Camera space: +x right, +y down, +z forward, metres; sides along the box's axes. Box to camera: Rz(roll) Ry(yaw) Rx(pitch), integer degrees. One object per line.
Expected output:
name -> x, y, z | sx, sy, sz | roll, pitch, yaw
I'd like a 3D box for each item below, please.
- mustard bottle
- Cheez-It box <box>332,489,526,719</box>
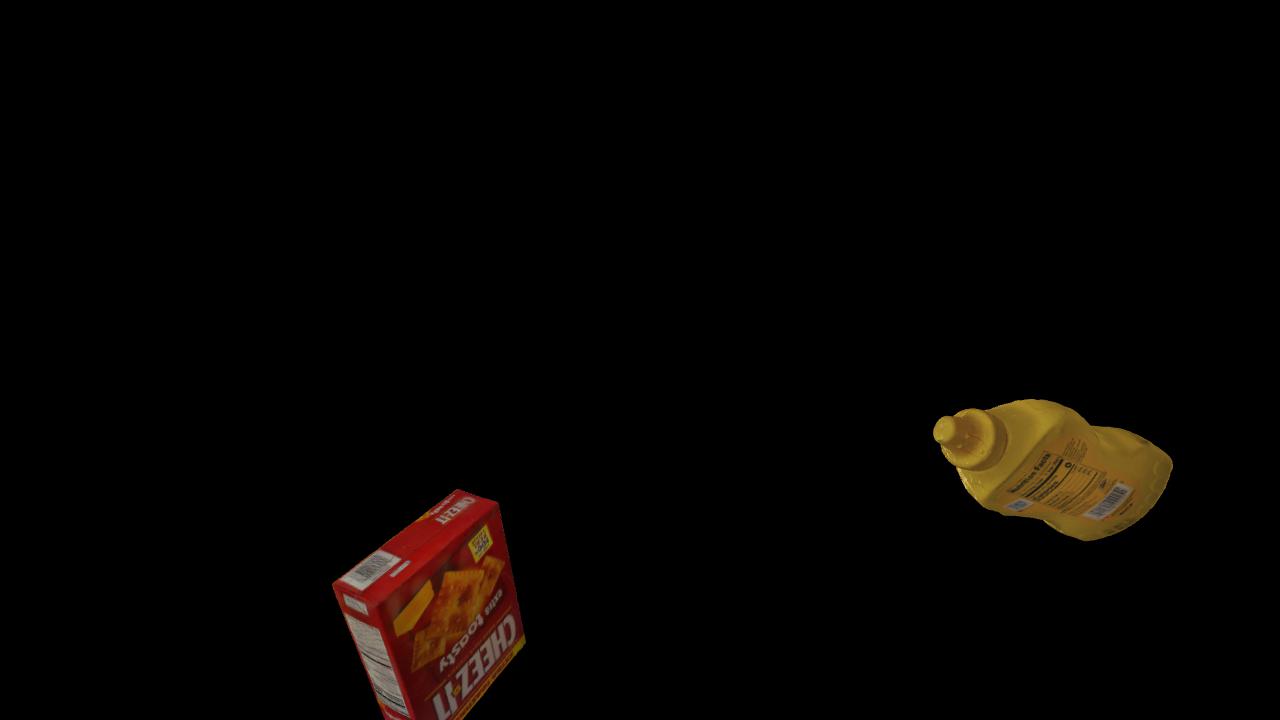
mustard bottle -> 0.281, 0.073, 0.437 | 0.184, 0.092, 0.054 | 18, 33, -19
Cheez-It box -> -0.213, 0.279, 0.666 | 0.071, 0.223, 0.166 | 10, 28, 29
